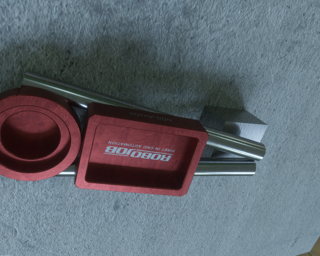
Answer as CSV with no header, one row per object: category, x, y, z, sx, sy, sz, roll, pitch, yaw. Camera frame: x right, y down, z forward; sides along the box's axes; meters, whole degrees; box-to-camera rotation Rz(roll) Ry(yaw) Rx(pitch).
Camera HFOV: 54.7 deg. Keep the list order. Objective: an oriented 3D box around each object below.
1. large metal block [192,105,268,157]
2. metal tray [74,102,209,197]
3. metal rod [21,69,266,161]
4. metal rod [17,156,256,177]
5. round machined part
large metal block,0.098,0.017,0.456,0.081,0.050,0.079,4,117,-31
metal tray,-0.021,0.028,0.344,0.131,0.030,0.089,9,115,-19
metal rod,-0.001,-0.007,0.363,0.302,0.025,0.025,16,110,-22
metal rod,-0.019,0.048,0.387,0.302,0.025,0.025,2,118,-16
round machined part,-0.133,0.003,0.320,0.099,0.042,0.097,-7,119,-13
